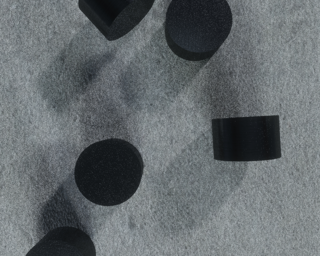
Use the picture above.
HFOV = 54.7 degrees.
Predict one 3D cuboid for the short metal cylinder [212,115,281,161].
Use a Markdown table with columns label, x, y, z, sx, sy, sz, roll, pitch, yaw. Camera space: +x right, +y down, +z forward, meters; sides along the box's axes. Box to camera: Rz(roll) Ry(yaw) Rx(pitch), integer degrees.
| label | x | y | z | sx | sy | sz | roll | pitch | yaw |
| --- | --- | --- | --- | --- | --- | --- | --- | --- | --- |
| short metal cylinder | 0.106 | 0.012 | 0.384 | 0.081 | 0.080 | 0.050 | -3 | 90 | -1 |

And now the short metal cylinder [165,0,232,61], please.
| label | x | y | z | sx | sy | sz | roll | pitch | yaw |
| --- | --- | --- | --- | --- | --- | --- | --- | --- | --- |
| short metal cylinder | 0.047 | -0.131 | 0.398 | 0.081 | 0.050 | 0.079 | 0 | 90 | -1 |

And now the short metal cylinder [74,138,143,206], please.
| label | x | y | z | sx | sy | sz | roll | pitch | yaw |
| --- | --- | --- | --- | --- | --- | --- | --- | --- | --- |
| short metal cylinder | -0.063 | 0.054 | 0.397 | 0.081 | 0.050 | 0.079 | 0 | 90 | -1 |

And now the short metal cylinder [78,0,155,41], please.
| label | x | y | z | sx | sy | sz | roll | pitch | yaw |
| --- | --- | --- | --- | --- | --- | --- | --- | --- | --- |
| short metal cylinder | -0.052 | -0.155 | 0.382 | 0.080 | 0.080 | 0.050 | -42 | 91 | 0 |

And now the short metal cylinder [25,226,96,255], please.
| label | x | y | z | sx | sy | sz | roll | pitch | yaw |
| --- | --- | --- | --- | --- | --- | --- | --- | --- | --- |
| short metal cylinder | -0.127 | 0.174 | 0.396 | 0.081 | 0.050 | 0.079 | 0 | 90 | -1 |
